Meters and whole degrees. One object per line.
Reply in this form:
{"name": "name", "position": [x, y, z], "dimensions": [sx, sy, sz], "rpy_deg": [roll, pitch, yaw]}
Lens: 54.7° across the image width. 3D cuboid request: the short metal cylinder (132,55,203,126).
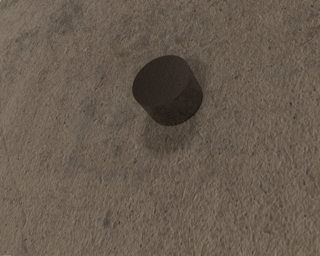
{"name": "short metal cylinder", "position": [0.011, -0.049, 0.411], "dimensions": [0.080, 0.050, 0.080], "rpy_deg": [-13, 56, 20]}
